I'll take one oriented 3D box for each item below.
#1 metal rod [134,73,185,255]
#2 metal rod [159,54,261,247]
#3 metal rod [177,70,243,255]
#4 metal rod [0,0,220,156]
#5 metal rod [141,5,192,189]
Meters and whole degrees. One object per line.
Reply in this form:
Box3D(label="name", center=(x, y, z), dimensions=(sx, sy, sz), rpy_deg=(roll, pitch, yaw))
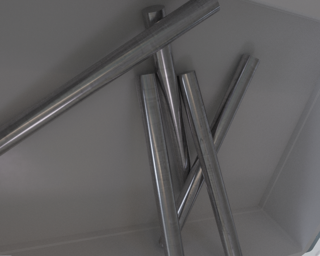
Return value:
Box3D(label="metal rod", center=(0.006, 0.083, 0.385), dimensions=(0.025, 0.025, 0.298), rpy_deg=(-13, 99, -22))
Box3D(label="metal rod", center=(0.067, 0.040, 0.443), dimensions=(0.025, 0.025, 0.298), rpy_deg=(16, 102, -35))
Box3D(label="metal rod", center=(0.073, 0.069, 0.424), dimensions=(0.025, 0.025, 0.298), rpy_deg=(-21, 106, -16))
Box3D(label="metal rod", center=(-0.072, -0.048, 0.319), dimensions=(0.301, 0.025, 0.025), rpy_deg=(-33, 129, 1))
Box3D(label="metal rod", center=(0.020, -0.008, 0.414), dimensions=(0.025, 0.025, 0.298), rpy_deg=(-24, 127, -14))
